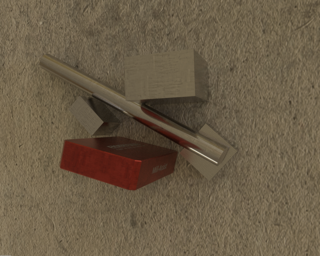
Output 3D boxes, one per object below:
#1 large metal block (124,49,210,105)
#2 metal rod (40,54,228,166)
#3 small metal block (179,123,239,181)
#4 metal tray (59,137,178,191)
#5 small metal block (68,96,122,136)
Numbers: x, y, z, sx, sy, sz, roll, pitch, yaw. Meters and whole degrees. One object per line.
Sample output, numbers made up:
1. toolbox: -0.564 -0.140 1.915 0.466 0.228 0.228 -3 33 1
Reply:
1. large metal block: 0.012 -0.057 0.375 0.080 0.080 0.050 -2 90 19
2. metal rod: -0.050 -0.034 0.412 0.300 0.025 0.025 29 99 22
3. small metal block: 0.062 0.029 0.388 0.050 0.025 0.050 43 103 14
4. metal tray: -0.041 0.036 0.368 0.090 0.130 0.030 13 95 19
5. small metal block: -0.088 -0.016 0.426 0.050 0.050 0.025 46 104 14
